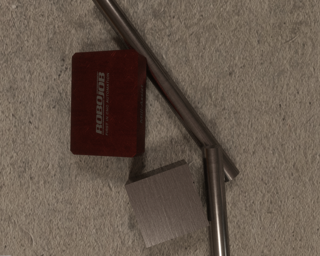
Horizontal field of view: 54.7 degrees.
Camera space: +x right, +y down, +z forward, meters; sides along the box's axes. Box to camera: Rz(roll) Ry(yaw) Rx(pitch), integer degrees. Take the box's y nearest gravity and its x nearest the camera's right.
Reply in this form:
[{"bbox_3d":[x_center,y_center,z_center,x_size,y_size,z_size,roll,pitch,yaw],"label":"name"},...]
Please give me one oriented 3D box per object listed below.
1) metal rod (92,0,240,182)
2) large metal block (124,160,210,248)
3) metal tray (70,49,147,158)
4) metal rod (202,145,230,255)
[{"bbox_3d":[0.007,-0.056,0.410,0.025,0.025,0.299,-36,90,0],"label":"metal rod"},{"bbox_3d":[0.008,0.093,0.398,0.080,0.050,0.080,-20,90,-1],"label":"large metal block"},{"bbox_3d":[-0.066,-0.030,0.393,0.090,0.030,0.129,1,90,17],"label":"metal tray"},{"bbox_3d":[0.078,0.171,0.398,0.025,0.025,0.298,-5,95,0],"label":"metal rod"}]
